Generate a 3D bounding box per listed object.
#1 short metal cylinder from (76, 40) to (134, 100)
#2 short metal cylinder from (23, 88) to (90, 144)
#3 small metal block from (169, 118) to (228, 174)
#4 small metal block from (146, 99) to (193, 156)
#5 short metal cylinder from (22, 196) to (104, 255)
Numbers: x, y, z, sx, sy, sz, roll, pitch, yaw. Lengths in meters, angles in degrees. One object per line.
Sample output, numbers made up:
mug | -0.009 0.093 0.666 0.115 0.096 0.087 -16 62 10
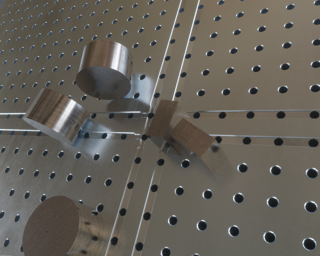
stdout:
short metal cylinder | -0.082 -0.086 0.469 0.080 0.080 0.050 -11 57 22
short metal cylinder | -0.154 -0.016 0.463 0.080 0.080 0.050 14 69 34
small metal block | 0.044 0.021 0.356 0.025 0.050 0.050 -49 51 -6
small metal block | 0.013 0.000 0.385 0.025 0.050 0.050 9 66 32
short metal cylinder | -0.115 0.128 0.374 0.080 0.050 0.080 -13 56 21
